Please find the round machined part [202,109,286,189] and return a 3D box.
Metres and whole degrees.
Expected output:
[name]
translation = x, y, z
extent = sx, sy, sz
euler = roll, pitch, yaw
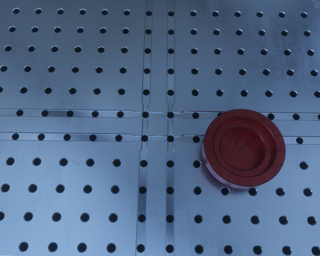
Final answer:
[round machined part]
translation = 0.102, 0.029, 0.393
extent = 0.099, 0.042, 0.098
euler = 0, 70, 0
